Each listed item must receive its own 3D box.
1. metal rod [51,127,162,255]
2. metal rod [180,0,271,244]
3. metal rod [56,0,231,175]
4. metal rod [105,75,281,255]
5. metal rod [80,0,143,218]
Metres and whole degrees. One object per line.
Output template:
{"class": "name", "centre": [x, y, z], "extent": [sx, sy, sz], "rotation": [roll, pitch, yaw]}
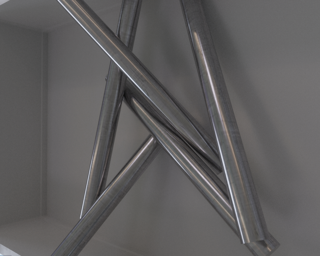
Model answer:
{"class": "metal rod", "centre": [-0.086, 0.117, 0.376], "extent": [0.025, 0.025, 0.300], "rotation": [31, 76, 36]}
{"class": "metal rod", "centre": [0.057, -0.039, 0.322], "extent": [0.025, 0.025, 0.299], "rotation": [-28, 61, 36]}
{"class": "metal rod", "centre": [-0.027, -0.065, 0.368], "extent": [0.300, 0.025, 0.025], "rotation": [48, 120, 8]}
{"class": "metal rod", "centre": [0.016, 0.020, 0.361], "extent": [0.300, 0.025, 0.025], "rotation": [48, 119, 34]}
{"class": "metal rod", "centre": [-0.062, -0.029, 0.400], "extent": [0.025, 0.025, 0.298], "rotation": [12, 91, 39]}
